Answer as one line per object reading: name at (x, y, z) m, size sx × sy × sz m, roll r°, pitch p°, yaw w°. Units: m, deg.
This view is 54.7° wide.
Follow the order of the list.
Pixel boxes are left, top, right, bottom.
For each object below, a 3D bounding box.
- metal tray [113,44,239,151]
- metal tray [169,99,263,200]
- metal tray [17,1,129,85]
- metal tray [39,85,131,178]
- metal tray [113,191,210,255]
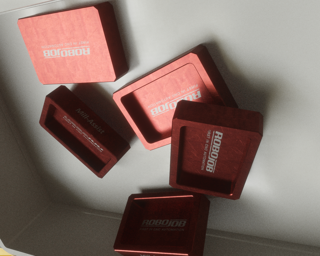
metal tray at (0.015, -0.031, 0.376) m, size 0.130 × 0.030 × 0.090 m, roll -21°, pitch 107°, yaw 35°
metal tray at (0.059, 0.031, 0.361) m, size 0.090 × 0.030 × 0.129 m, roll 10°, pitch 138°, yaw 9°
metal tray at (-0.112, -0.105, 0.398) m, size 0.130 × 0.030 × 0.089 m, roll 2°, pitch 119°, yaw 26°
metal tray at (-0.113, 0.009, 0.455) m, size 0.130 × 0.030 × 0.090 m, roll 42°, pitch 143°, yaw -2°
metal tray at (0.002, 0.139, 0.447) m, size 0.130 × 0.090 × 0.030 m, roll -11°, pitch 136°, yaw 32°
